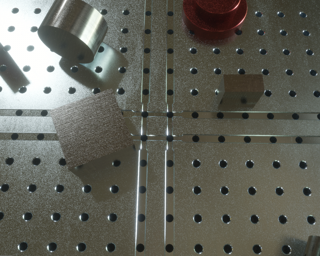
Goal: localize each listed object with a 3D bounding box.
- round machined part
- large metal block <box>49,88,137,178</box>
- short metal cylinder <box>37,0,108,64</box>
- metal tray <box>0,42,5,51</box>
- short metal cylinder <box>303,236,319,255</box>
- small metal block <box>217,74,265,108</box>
[{"bbox_3d":[0.084,-0.188,0.472,0.099,0.042,0.098,0,70,0],"label":"round machined part"},{"bbox_3d":[-0.083,0.007,0.395,0.080,0.050,0.080,-21,72,-8],"label":"large metal block"},{"bbox_3d":[-0.120,-0.134,0.431,0.080,0.080,0.050,18,71,6],"label":"short metal cylinder"},{"bbox_3d":[-0.284,-0.169,0.437,0.030,0.090,0.130,-39,75,-13],"label":"metal tray"},{"bbox_3d":[0.194,0.155,0.327,0.080,0.080,0.050,23,72,8],"label":"short metal cylinder"},{"bbox_3d":[0.107,-0.049,0.417,0.050,0.050,0.025,0,70,0],"label":"small metal block"}]
